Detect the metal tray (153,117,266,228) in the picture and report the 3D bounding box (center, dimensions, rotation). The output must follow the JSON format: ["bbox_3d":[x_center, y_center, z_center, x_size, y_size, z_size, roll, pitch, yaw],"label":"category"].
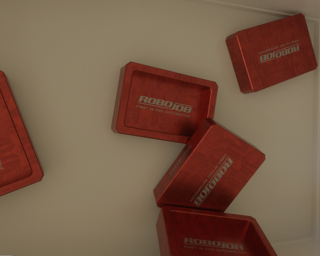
[{"bbox_3d":[0.063,0.063,0.409,0.090,0.030,0.129,31,101,-18],"label":"metal tray"}]

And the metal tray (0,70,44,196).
[{"bbox_3d":[-0.193,0.011,0.336,0.091,0.030,0.129,-21,97,-19],"label":"metal tray"}]

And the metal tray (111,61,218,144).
[{"bbox_3d":[0.008,-0.028,0.411,0.131,0.030,0.089,10,87,-20],"label":"metal tray"}]

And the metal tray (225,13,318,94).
[{"bbox_3d":[0.173,-0.114,0.473,0.131,0.030,0.090,-21,97,-19],"label":"metal tray"}]

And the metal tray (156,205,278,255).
[{"bbox_3d":[0.066,0.139,0.369,0.131,0.090,0.030,10,111,-11],"label":"metal tray"}]
